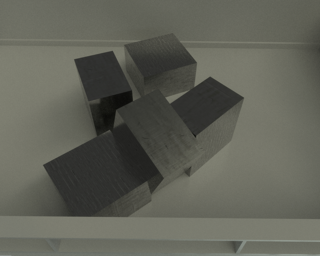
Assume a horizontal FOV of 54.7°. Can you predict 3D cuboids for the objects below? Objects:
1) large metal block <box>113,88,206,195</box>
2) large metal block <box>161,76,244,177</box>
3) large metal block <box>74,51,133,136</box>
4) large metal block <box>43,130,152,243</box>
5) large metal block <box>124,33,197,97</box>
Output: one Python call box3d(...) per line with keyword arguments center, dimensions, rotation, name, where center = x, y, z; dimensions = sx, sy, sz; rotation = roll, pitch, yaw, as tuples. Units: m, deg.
box3d(center=(-0.007, 0.019, 0.333), dimensions=(0.050, 0.080, 0.080), rotation=(-30, 75, -23), name="large metal block")
box3d(center=(0.048, -0.001, 0.371), dimensions=(0.080, 0.080, 0.050), rotation=(-36, 59, -27), name="large metal block")
box3d(center=(-0.070, -0.039, 0.402), dimensions=(0.050, 0.080, 0.080), rotation=(-17, 52, -14), name="large metal block")
box3d(center=(-0.066, 0.061, 0.337), dimensions=(0.081, 0.050, 0.080), rotation=(-30, 56, -23), name="large metal block")
box3d(center=(-0.001, -0.092, 0.466), dimensions=(0.081, 0.050, 0.080), rotation=(-18, 53, -15), name="large metal block")
